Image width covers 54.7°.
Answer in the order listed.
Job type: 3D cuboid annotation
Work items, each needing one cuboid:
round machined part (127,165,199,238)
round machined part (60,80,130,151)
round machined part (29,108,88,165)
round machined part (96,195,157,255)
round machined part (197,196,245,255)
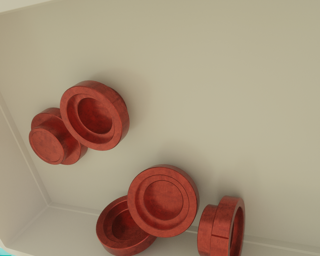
[{"bbox_3d":[0.007,0.099,0.437,0.098,0.042,0.097,1,94,15],"label":"round machined part"},{"bbox_3d":[-0.085,-0.020,0.428,0.098,0.042,0.097,13,124,20],"label":"round machined part"},{"bbox_3d":[-0.168,0.020,0.496,0.098,0.042,0.097,13,124,20],"label":"round machined part"},{"bbox_3d":[-0.045,0.154,0.481,0.098,0.098,0.042,4,131,26],"label":"round machined part"},{"bbox_3d":[0.079,0.137,0.404,0.042,0.098,0.097,4,120,26],"label":"round machined part"}]
